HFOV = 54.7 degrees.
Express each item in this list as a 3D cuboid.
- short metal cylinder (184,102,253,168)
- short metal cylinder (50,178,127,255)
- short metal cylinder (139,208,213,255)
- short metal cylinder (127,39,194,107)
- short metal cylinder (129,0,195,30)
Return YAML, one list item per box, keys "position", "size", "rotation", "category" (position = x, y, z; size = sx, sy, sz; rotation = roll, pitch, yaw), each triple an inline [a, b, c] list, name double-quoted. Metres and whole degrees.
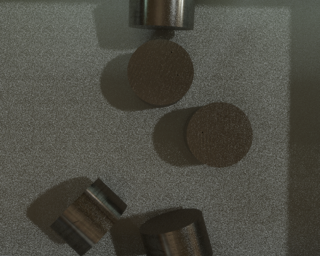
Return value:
- position: [0.072, 0.008, 0.400]
  size: [0.081, 0.050, 0.079]
  rotation: [0, 90, -1]
  category: "short metal cylinder"
- position: [-0.087, 0.108, 0.383]
  size: [0.050, 0.080, 0.080]
  rotation: [45, 90, -1]
  category: "short metal cylinder"
- position: [0.020, 0.139, 0.384]
  size: [0.080, 0.080, 0.050]
  rotation: [-15, 90, 0]
  category: "short metal cylinder"
- position: [0.001, -0.068, 0.399]
  size: [0.081, 0.050, 0.079]
  rotation: [0, 90, -1]
  category: "short metal cylinder"
- position: [0.002, -0.148, 0.379]
  size: [0.081, 0.080, 0.050]
  rotation: [2, 104, -1]
  category: "short metal cylinder"
